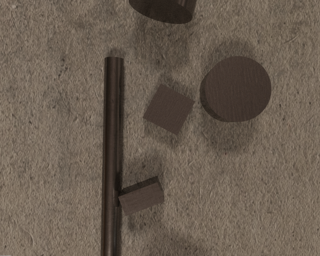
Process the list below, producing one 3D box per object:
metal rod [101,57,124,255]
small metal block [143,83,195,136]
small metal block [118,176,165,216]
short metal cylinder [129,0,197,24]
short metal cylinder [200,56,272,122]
[{"bbox_3d":[-0.063,0.058,0.409,0.025,0.025,0.298,1,90,-1],"label":"metal rod"},{"bbox_3d":[0.011,-0.024,0.410,0.050,0.025,0.050,28,90,-1],"label":"small metal block"},{"bbox_3d":[-0.022,0.086,0.397,0.050,0.050,0.025,-21,90,0],"label":"small metal block"},{"bbox_3d":[0.007,-0.169,0.383,0.080,0.080,0.050,15,90,-1],"label":"short metal cylinder"},{"bbox_3d":[0.095,-0.047,0.399,0.081,0.050,0.079,0,90,-1],"label":"short metal cylinder"}]
